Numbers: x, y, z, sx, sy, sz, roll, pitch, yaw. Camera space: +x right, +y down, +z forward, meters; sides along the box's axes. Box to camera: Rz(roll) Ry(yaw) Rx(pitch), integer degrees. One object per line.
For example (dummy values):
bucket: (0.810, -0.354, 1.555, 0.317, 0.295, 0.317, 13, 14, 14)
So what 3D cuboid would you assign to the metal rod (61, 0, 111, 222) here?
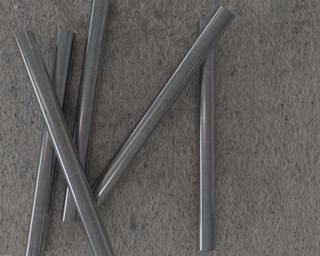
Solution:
metal rod: (-0.097, -0.027, 0.409, 0.025, 0.025, 0.298, 8, 90, 0)

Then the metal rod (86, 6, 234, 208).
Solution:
metal rod: (-0.005, -0.021, 0.394, 0.025, 0.025, 0.299, 35, 96, 0)

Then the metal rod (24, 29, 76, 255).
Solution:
metal rod: (-0.144, 0.022, 0.408, 0.025, 0.025, 0.298, 8, 90, 0)

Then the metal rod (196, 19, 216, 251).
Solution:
metal rod: (0.061, 0.009, 0.410, 0.025, 0.025, 0.298, 0, 90, 0)

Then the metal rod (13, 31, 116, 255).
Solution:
metal rod: (-0.117, 0.026, 0.382, 0.025, 0.025, 0.299, -20, 90, 0)
